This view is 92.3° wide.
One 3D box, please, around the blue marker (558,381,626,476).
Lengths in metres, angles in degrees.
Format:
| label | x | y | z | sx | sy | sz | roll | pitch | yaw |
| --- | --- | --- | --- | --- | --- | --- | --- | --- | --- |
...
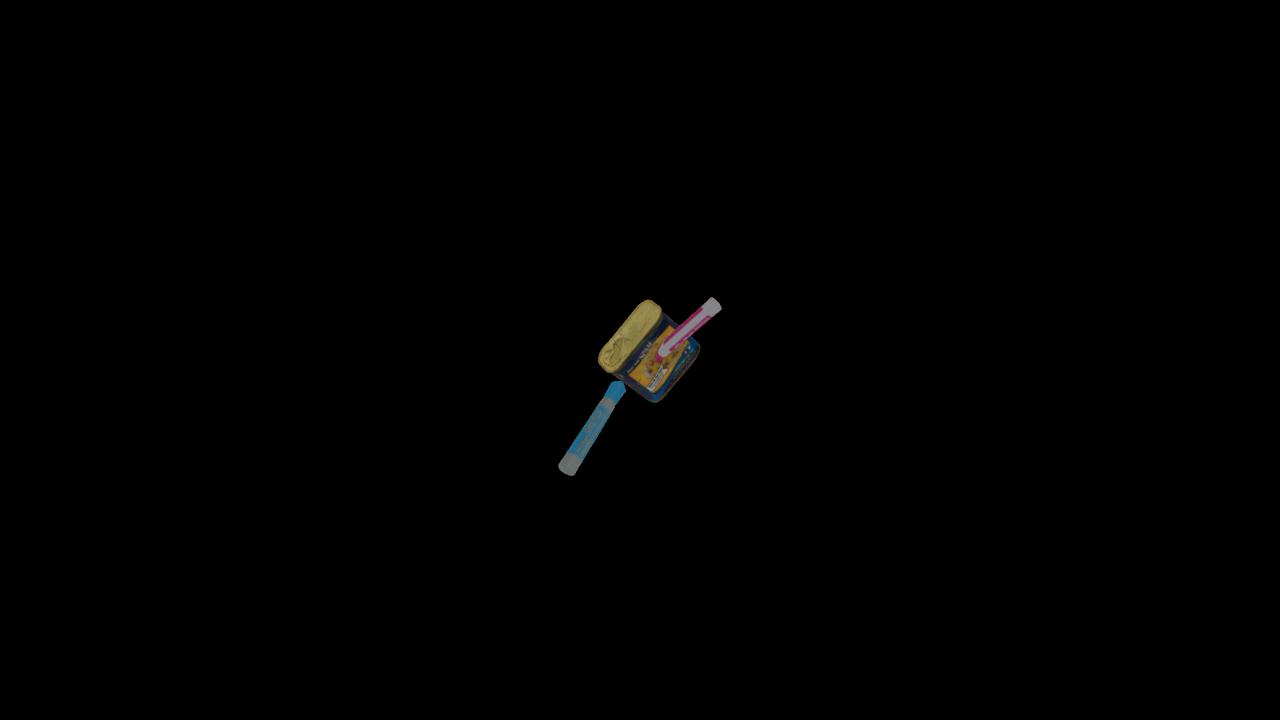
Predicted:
| label | x | y | z | sx | sy | sz | roll | pitch | yaw |
| --- | --- | --- | --- | --- | --- | --- | --- | --- | --- |
| blue marker | -0.047 | 0.067 | 0.637 | 0.020 | 0.020 | 0.121 | 0 | 43 | 36 |

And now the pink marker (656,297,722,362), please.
| label | x | y | z | sx | sy | sz | roll | pitch | yaw |
| --- | --- | --- | --- | --- | --- | --- | --- | --- | --- |
| pink marker | 0.046 | -0.028 | 0.730 | 0.121 | 0.020 | 0.020 | -41 | -18 | 21 |

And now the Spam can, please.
| label | x | y | z | sx | sy | sz | roll | pitch | yaw |
| --- | --- | --- | --- | --- | --- | --- | --- | --- | --- |
| Spam can | 0.014 | -0.009 | 0.761 | 0.085 | 0.101 | 0.058 | 37 | 5 | -34 |
